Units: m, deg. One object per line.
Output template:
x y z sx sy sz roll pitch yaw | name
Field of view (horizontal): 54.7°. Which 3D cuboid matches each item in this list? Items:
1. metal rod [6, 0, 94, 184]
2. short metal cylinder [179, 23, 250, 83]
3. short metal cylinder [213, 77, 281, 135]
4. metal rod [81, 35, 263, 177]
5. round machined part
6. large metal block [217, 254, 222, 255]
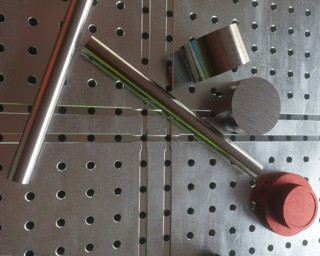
-0.117 -0.082 0.369 0.025 0.025 0.299 20 83 -19 | metal rod
0.072 -0.098 0.409 0.081 0.080 0.050 -26 99 -18 | short metal cylinder
0.124 -0.030 0.445 0.081 0.050 0.080 0 90 -20 | short metal cylinder
0.028 -0.020 0.422 0.301 0.025 0.025 36 79 -17 | metal rod
0.203 0.119 0.478 0.099 0.042 0.097 0 90 -20 | round machined part
0.109 0.240 0.440 0.080 0.050 0.080 30 80 -18 | large metal block
